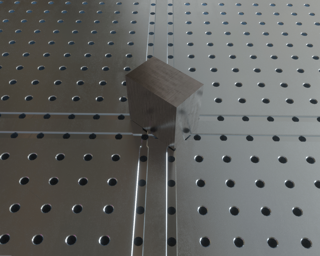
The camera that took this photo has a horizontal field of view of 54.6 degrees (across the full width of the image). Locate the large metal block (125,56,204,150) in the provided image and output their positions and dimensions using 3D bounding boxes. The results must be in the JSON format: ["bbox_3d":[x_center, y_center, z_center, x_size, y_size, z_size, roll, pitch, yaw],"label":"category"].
[{"bbox_3d":[0.005,-0.032,0.399,0.080,0.080,0.050,34,58,25],"label":"large metal block"}]
